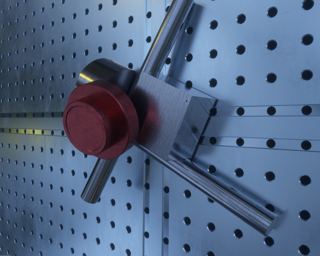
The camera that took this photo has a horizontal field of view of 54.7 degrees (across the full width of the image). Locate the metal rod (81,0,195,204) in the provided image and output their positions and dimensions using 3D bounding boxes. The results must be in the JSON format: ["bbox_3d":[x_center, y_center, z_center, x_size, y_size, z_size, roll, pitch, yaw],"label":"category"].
[{"bbox_3d":[-0.035,-0.031,0.410,0.025,0.025,0.298,34,104,34],"label":"metal rod"}]

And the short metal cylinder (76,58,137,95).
[{"bbox_3d":[-0.067,-0.050,0.426,0.050,0.081,0.079,31,109,35],"label":"short metal cylinder"}]

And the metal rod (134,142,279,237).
[{"bbox_3d":[0.008,0.036,0.400,0.300,0.025,0.025,31,109,35],"label":"metal rod"}]

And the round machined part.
[{"bbox_3d":[-0.078,-0.005,0.375,0.098,0.042,0.097,13,116,28],"label":"round machined part"}]

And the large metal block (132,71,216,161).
[{"bbox_3d":[0.009,-0.016,0.380,0.080,0.050,0.079,32,110,35],"label":"large metal block"}]
